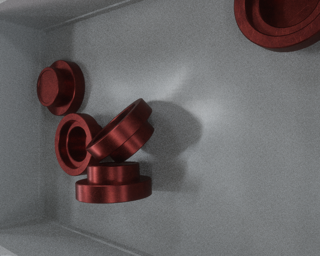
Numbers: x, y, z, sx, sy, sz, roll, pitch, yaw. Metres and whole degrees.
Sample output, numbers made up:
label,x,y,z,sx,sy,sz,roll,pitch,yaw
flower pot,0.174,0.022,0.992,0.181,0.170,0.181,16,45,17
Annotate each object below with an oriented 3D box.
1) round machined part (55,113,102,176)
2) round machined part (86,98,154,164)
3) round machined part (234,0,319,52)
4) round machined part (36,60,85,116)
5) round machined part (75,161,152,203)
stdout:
label,x,y,z,sx,sy,sz,roll,pitch,yaw
round machined part,-0.122,0.025,0.494,0.098,0.042,0.097,0,90,39
round machined part,-0.046,0.009,0.408,0.098,0.098,0.042,-33,105,34
round machined part,0.124,-0.121,0.292,0.098,0.042,0.097,0,90,39
round machined part,-0.178,-0.070,0.539,0.098,0.042,0.097,0,90,39
round machined part,-0.060,0.068,0.407,0.098,0.099,0.042,-3,88,39
